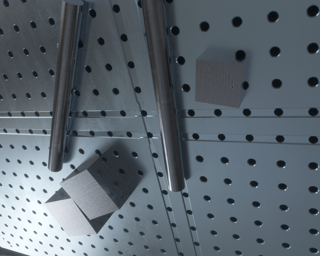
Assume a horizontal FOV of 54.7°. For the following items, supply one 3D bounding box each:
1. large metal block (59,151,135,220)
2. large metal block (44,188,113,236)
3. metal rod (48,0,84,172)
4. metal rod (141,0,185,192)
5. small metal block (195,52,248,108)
[{"bbox_3d":[-0.103,0.096,0.509,0.080,0.050,0.080,-29,103,37],"label":"large metal block"},{"bbox_3d":[-0.148,0.147,0.564,0.080,0.050,0.080,-18,109,35],"label":"large metal block"},{"bbox_3d":[-0.145,-0.042,0.462,0.025,0.025,0.298,28,128,10],"label":"metal rod"},{"bbox_3d":[0.005,-0.045,0.380,0.025,0.025,0.298,6,121,25],"label":"metal rod"},{"bbox_3d":[0.067,-0.053,0.343,0.050,0.025,0.050,11,123,22],"label":"small metal block"}]
